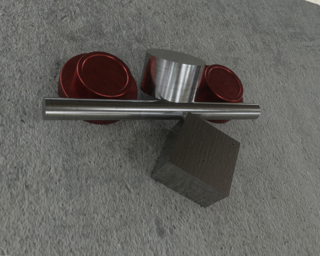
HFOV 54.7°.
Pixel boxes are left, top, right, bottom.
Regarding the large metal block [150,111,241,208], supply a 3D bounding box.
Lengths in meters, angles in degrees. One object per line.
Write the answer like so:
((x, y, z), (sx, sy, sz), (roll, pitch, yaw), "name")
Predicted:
((0.046, 0.040, 0.387), (0.080, 0.050, 0.080), (31, 52, -9), "large metal block")

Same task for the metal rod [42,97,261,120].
((0.011, -0.023, 0.398), (0.303, 0.025, 0.025), (-1, 62, -29), "metal rod")

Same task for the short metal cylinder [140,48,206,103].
((0.016, -0.072, 0.418), (0.081, 0.050, 0.080), (11, 23, -4), "short metal cylinder")

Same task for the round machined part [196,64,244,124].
((0.088, -0.059, 0.478), (0.099, 0.042, 0.098), (14, 56, -21), "round machined part")

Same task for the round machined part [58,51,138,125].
((-0.074, -0.056, 0.388), (0.099, 0.042, 0.098), (14, 56, -21), "round machined part")
